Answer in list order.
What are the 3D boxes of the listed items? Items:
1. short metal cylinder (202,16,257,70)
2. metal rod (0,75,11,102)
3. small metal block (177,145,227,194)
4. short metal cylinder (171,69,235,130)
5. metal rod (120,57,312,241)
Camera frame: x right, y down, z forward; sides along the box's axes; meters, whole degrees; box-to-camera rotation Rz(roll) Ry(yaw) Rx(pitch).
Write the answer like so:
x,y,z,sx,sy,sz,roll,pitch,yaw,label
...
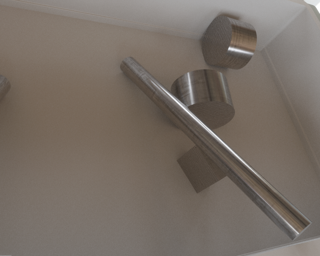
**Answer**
x,y,z,sx,sy,sz,roll,pitch,yaw,label
0.115,-0.142,0.522,0.050,0.080,0.080,5,59,-26,short metal cylinder
-0.166,0.030,0.214,0.025,0.025,0.300,20,27,-17,metal rod
0.055,0.048,0.392,0.025,0.050,0.050,-22,74,-36,small metal block
0.057,-0.035,0.425,0.081,0.080,0.050,8,58,-24,short metal cylinder
0.041,0.002,0.359,0.025,0.025,0.300,-17,49,-35,metal rod
